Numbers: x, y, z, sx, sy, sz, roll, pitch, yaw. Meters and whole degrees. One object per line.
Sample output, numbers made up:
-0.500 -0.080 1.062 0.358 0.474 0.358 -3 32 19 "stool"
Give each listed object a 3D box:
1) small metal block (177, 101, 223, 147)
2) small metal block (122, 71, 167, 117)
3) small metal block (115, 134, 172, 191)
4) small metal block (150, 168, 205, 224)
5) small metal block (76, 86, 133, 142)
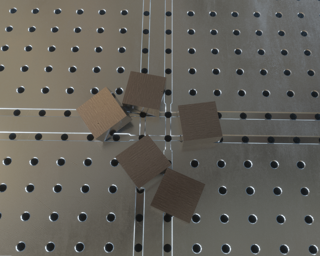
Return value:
0.052 -0.005 0.414 0.050 0.025 0.050 -7 70 -3 "small metal block"
-0.021 -0.047 0.429 0.050 0.025 0.050 11 70 3 "small metal block"
-0.021 0.045 0.395 0.050 0.025 0.050 -35 74 -12 "small metal block"
0.022 0.084 0.381 0.050 0.025 0.050 23 72 7 "small metal block"
-0.074 -0.018 0.411 0.050 0.025 0.050 -37 74 3 "small metal block"
